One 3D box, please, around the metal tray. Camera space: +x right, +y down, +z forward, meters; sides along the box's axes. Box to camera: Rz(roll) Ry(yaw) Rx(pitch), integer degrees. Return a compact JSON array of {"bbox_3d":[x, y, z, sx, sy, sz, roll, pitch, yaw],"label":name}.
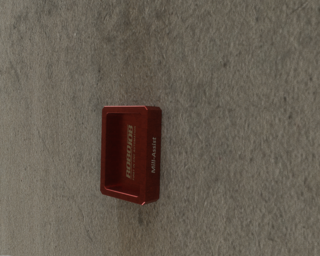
[{"bbox_3d":[-0.043,0.034,0.438,0.090,0.030,0.129,3,92,40],"label":"metal tray"}]
